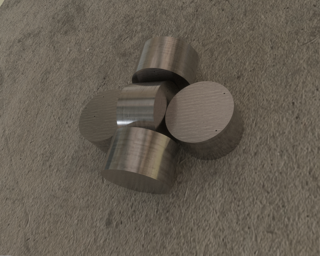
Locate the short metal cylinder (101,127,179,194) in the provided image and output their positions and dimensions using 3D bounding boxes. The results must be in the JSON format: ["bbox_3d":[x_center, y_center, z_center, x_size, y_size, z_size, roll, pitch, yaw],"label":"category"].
[{"bbox_3d":[-0.022,0.040,0.358,0.080,0.080,0.050,0,61,28],"label":"short metal cylinder"}]

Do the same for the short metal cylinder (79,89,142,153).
[{"bbox_3d":[-0.063,-0.006,0.427,0.080,0.050,0.080,-13,56,20],"label":"short metal cylinder"}]

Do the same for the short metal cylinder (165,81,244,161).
[{"bbox_3d":[0.053,-0.008,0.366,0.080,0.050,0.080,-13,56,21],"label":"short metal cylinder"}]

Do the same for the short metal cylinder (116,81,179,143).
[{"bbox_3d":[-0.010,-0.018,0.387,0.050,0.080,0.080,0,62,29],"label":"short metal cylinder"}]

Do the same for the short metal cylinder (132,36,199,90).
[{"bbox_3d":[0.008,-0.075,0.413,0.080,0.080,0.050,0,62,28],"label":"short metal cylinder"}]
